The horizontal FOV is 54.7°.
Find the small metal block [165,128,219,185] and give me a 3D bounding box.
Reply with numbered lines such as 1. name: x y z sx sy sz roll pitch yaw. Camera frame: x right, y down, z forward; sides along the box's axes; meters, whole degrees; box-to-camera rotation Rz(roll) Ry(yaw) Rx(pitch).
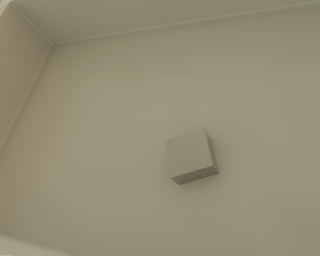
1. small metal block: 0.037 0.034 0.365 0.050 0.025 0.050 -20 54 16
